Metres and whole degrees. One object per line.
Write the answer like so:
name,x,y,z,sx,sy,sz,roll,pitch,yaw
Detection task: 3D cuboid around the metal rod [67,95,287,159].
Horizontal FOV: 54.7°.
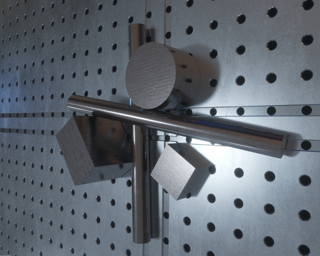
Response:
metal rod,-0.003,-0.010,0.385,0.300,0.025,0.025,13,98,31

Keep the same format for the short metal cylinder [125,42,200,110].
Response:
short metal cylinder,0.003,-0.063,0.389,0.080,0.050,0.079,0,90,39

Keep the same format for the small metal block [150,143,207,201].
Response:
small metal block,0.022,0.054,0.390,0.050,0.025,0.050,40,114,32

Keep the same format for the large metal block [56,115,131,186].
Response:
large metal block,-0.089,0.030,0.443,0.050,0.081,0.080,-42,65,32

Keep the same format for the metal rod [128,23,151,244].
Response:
metal rod,-0.028,0.007,0.431,0.025,0.025,0.298,-2,89,39
